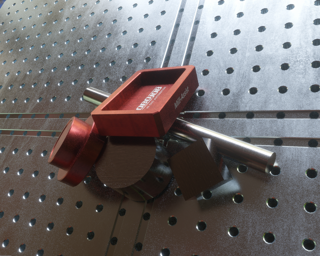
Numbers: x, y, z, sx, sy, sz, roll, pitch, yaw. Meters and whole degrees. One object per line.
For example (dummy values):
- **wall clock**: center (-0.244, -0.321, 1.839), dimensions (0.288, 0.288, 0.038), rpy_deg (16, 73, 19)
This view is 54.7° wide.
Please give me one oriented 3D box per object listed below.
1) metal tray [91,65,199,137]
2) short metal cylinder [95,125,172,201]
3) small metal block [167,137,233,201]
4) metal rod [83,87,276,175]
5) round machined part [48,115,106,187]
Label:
- **metal tray**: center (-0.014, -0.038, 0.393), dimensions (0.090, 0.030, 0.131), rpy_deg (0, 33, 27)
- **short metal cylinder**: center (-0.030, 0.043, 0.377), dimensions (0.080, 0.050, 0.080), rpy_deg (-13, 56, 21)
- **small metal block**: center (0.043, 0.045, 0.339), dimensions (0.050, 0.025, 0.050), rpy_deg (-36, 66, 25)
- **metal rod**: center (0.001, -0.008, 0.408), dimensions (0.300, 0.025, 0.025), rpy_deg (22, 73, 36)
- **round machined part**: center (-0.111, 0.024, 0.406), dimensions (0.098, 0.042, 0.098), rpy_deg (-47, 25, 30)
